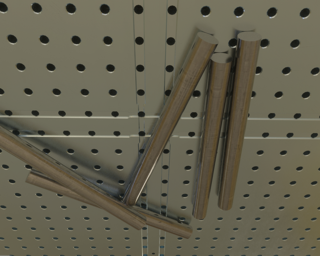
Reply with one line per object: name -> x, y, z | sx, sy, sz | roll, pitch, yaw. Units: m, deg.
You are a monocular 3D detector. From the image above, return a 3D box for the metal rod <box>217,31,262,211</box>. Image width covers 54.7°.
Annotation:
metal rod -> 0.102, 0.016, 0.426 | 0.025, 0.025, 0.298 | -2, 130, 1

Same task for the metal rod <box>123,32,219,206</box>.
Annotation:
metal rod -> 0.001, 0.011, 0.421 | 0.025, 0.025, 0.298 | 15, 129, -13

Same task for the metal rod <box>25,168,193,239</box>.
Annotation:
metal rod -> -0.072, 0.132, 0.523 | 0.302, 0.025, 0.025 | 26, 125, -21

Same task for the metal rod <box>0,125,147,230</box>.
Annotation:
metal rod -> -0.138, 0.072, 0.455 | 0.301, 0.025, 0.025 | 39, 120, -23

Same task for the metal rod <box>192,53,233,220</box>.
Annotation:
metal rod -> 0.069, 0.035, 0.442 | 0.025, 0.025, 0.298 | 0, 130, 0
